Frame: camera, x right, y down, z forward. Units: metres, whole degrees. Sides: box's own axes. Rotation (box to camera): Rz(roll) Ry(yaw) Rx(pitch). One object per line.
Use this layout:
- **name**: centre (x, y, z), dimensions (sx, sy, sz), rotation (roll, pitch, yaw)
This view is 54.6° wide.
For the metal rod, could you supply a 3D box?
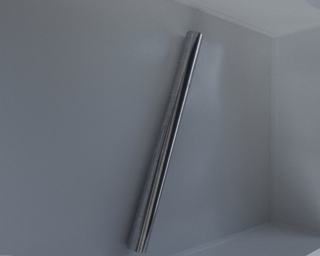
- **metal rod**: centre (0.011, 0.008, 0.411), dimensions (0.025, 0.025, 0.299), rotation (25, 74, -37)
